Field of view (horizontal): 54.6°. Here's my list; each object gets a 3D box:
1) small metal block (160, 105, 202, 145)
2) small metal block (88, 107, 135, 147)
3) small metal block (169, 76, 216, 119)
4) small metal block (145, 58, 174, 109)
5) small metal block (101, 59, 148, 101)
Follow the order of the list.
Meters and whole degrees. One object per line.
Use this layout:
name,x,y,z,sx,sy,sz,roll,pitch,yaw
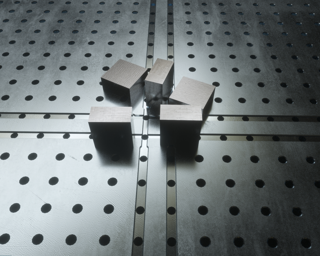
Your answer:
small metal block,0.025,-0.003,0.394,0.050,0.050,0.025,1,50,1
small metal block,-0.059,-0.001,0.392,0.050,0.050,0.025,0,50,0
small metal block,0.046,-0.043,0.444,0.050,0.025,0.050,20,53,16
small metal block,0.000,-0.063,0.445,0.025,0.050,0.050,15,52,12
small metal block,-0.053,-0.074,0.470,0.050,0.025,0.050,23,54,18
